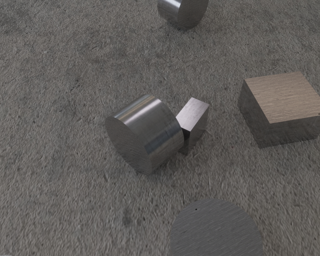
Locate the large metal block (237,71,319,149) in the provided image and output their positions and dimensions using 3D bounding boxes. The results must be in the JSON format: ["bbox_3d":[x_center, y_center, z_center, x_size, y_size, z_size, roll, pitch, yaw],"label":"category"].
[{"bbox_3d":[0.159,-0.025,0.409,0.081,0.050,0.080,-9,51,-8],"label":"large metal block"}]

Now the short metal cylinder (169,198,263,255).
[{"bbox_3d":[0.049,0.114,0.291,0.081,0.050,0.080,0,50,0],"label":"short metal cylinder"}]

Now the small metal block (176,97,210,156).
[{"bbox_3d":[0.037,-0.001,0.388,0.025,0.050,0.050,26,55,20],"label":"small metal block"}]

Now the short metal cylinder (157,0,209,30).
[{"bbox_3d":[0.042,-0.224,0.556,0.080,0.080,0.050,-36,59,-26],"label":"short metal cylinder"}]

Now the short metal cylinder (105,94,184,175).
[{"bbox_3d":[-0.019,0.008,0.361,0.050,0.080,0.080,-37,59,-27],"label":"short metal cylinder"}]
